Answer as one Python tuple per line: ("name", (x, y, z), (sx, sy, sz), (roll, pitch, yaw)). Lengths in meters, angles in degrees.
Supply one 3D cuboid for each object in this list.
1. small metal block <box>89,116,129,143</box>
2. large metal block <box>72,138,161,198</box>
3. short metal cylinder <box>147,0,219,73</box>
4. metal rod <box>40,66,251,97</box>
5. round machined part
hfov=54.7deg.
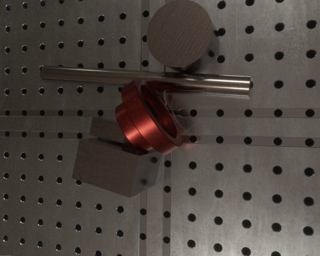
("small metal block", (-0.058, 0.002, 0.419), (0.050, 0.050, 0.025), (12, 94, 19))
("large metal block", (-0.052, 0.046, 0.401), (0.080, 0.080, 0.050), (14, 95, 19))
("short metal cylinder", (0.030, -0.112, 0.388), (0.080, 0.050, 0.079), (0, 90, 19))
("metal rod", (-0.033, -0.066, 0.423), (0.301, 0.025, 0.025), (7, 92, 19))
("round machined part", (-0.017, -0.009, 0.378), (0.042, 0.098, 0.098), (-33, 80, 15))
